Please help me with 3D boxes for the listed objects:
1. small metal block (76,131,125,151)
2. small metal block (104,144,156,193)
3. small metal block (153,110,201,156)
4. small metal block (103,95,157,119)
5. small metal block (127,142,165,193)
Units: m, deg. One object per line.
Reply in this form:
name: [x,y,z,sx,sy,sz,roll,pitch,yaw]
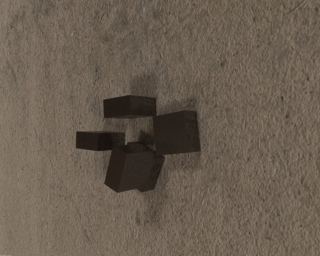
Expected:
small metal block: [-0.088,0.018,0.459,0.050,0.050,0.025,3,92,39]
small metal block: [-0.037,0.049,0.385,0.025,0.050,0.050,24,105,37]
small metal block: [0.020,0.007,0.387,0.050,0.025,0.050,-10,84,39]
small metal block: [-0.041,-0.027,0.420,0.050,0.050,0.025,-4,87,39]
small metal block: [-0.026,0.052,0.425,0.050,0.025,0.050,30,108,36]
